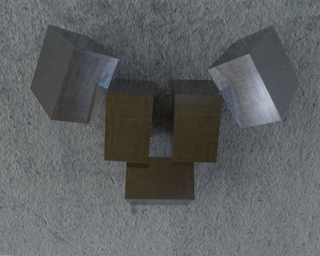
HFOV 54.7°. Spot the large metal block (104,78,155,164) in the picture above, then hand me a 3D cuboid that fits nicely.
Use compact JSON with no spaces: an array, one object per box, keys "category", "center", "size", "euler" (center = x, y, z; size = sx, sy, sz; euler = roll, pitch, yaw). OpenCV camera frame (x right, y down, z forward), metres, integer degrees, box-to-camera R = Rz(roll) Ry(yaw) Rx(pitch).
[{"category":"large metal block","center":[-0.035,-0.012,0.377],"size":[0.050,0.080,0.079],"euler":[5,110,-2]}]

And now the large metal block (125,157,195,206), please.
[{"category":"large metal block","center":[0.000,0.071,0.401],"size":[0.081,0.080,0.050],"euler":[1,71,-1]}]

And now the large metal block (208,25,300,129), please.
[{"category":"large metal block","center":[0.111,-0.058,0.355],"size":[0.050,0.080,0.080],"euler":[-15,114,45]}]

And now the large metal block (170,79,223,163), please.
[{"category":"large metal block","center":[0.040,-0.012,0.378],"size":[0.050,0.080,0.079],"euler":[1,110,-1]}]

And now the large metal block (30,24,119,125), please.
[{"category":"large metal block","center":[-0.100,-0.060,0.349],"size":[0.050,0.080,0.079],"euler":[7,115,-42]}]
